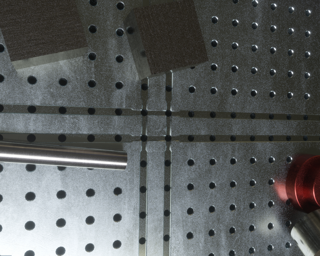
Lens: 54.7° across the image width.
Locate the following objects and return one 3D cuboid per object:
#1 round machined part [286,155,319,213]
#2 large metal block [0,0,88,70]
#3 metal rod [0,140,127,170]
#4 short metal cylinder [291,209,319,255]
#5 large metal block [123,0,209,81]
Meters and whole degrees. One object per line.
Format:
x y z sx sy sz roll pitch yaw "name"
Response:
0.257 0.093 0.498 0.099 0.042 0.097 0 90 -20 "round machined part"
-0.135 -0.117 0.349 0.081 0.050 0.080 -17 96 -19 "large metal block"
-0.186 0.025 0.343 0.302 0.025 0.025 7 88 -20 "metal rod"
0.251 0.168 0.473 0.081 0.050 0.079 -9 126 -12 "short metal cylinder"
0.007 -0.113 0.401 0.081 0.050 0.080 -17 96 -19 "large metal block"
